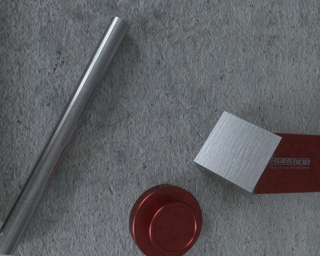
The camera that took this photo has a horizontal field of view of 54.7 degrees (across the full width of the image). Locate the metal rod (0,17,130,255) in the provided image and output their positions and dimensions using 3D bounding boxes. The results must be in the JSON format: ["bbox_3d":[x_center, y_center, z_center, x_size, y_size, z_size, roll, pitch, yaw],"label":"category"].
[{"bbox_3d":[-0.112,0.001,0.367,0.025,0.025,0.299,28,81,-18],"label":"metal rod"}]

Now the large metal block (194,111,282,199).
[{"bbox_3d":[0.104,0.036,0.414,0.080,0.050,0.080,28,78,23],"label":"large metal block"}]

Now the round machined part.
[{"bbox_3d":[0.013,0.126,0.406,0.099,0.042,0.097,0,90,-21],"label":"round machined part"}]

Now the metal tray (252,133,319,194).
[{"bbox_3d":[0.191,0.053,0.479,0.131,0.030,0.089,3,89,-21],"label":"metal tray"}]
